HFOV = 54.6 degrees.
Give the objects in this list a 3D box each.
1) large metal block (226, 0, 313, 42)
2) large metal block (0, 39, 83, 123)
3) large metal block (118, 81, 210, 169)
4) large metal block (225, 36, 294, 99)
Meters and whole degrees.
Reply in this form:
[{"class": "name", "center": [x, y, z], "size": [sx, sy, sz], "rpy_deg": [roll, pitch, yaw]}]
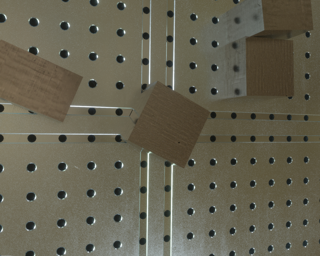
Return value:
[{"class": "large metal block", "center": [0.152, -0.152, 0.439], "size": [0.081, 0.080, 0.050], "rpy_deg": [-7, 93, -20]}, {"class": "large metal block", "center": [-0.135, -0.044, 0.333], "size": [0.080, 0.080, 0.050], "rpy_deg": [24, 82, -19]}, {"class": "large metal block", "center": [0.005, -0.003, 0.401], "size": [0.080, 0.050, 0.080], "rpy_deg": [29, 81, -18]}, {"class": "large metal block", "center": [0.145, -0.084, 0.452], "size": [0.081, 0.050, 0.080], "rpy_deg": [-2, 91, -20]}]
